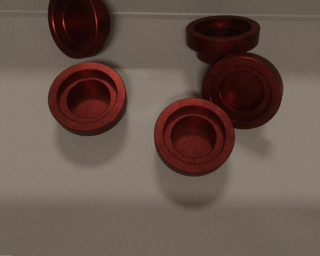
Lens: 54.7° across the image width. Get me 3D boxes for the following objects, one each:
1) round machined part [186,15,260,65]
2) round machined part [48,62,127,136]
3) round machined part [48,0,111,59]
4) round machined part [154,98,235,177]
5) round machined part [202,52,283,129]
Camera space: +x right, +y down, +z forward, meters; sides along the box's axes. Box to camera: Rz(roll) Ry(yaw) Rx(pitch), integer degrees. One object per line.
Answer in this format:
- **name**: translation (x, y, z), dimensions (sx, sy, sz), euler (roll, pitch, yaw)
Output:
- **round machined part**: translation (0.086, -0.120, 0.430), dimensions (0.099, 0.042, 0.098), euler (-3, 37, 3)
- **round machined part**: translation (-0.093, -0.035, 0.412), dimensions (0.099, 0.042, 0.098), euler (0, 70, -1)
- **round machined part**: translation (-0.108, -0.149, 0.435), dimensions (0.098, 0.097, 0.042), euler (45, 38, 14)
- **round machined part**: translation (0.042, 0.014, 0.396), dimensions (0.099, 0.042, 0.098), euler (0, 70, 0)
- **round machined part**: translation (0.108, -0.051, 0.401), dimensions (0.098, 0.097, 0.042), euler (28, 37, 9)
